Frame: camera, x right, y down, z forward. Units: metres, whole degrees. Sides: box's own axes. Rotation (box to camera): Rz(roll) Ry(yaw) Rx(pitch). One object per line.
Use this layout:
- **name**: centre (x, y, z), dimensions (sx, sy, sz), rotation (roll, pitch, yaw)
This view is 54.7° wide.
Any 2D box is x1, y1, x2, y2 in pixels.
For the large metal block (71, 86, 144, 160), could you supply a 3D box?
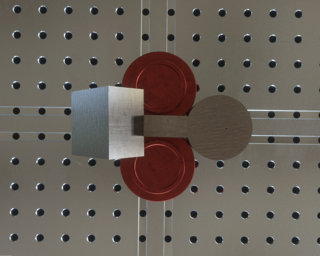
- **large metal block**: centre (-0.065, -0.006, 0.380), dimensions (0.050, 0.080, 0.080), rotation (-1, 90, -45)

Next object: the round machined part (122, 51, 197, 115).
- **round machined part**: centre (-0.001, -0.052, 0.405), dimensions (0.099, 0.042, 0.097), rotation (0, 90, 0)

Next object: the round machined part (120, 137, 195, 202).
- **round machined part**: centre (-0.003, 0.048, 0.405), dimensions (0.099, 0.042, 0.097), rotation (0, 90, 0)

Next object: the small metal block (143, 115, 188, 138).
- **small metal block**: centre (0.007, -0.002, 0.379), dimensions (0.050, 0.050, 0.025), rotation (1, 90, 0)

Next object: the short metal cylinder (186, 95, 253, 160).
- **short metal cylinder**: centre (0.072, -0.001, 0.400), dimensions (0.081, 0.050, 0.080), rotation (0, 90, 0)
